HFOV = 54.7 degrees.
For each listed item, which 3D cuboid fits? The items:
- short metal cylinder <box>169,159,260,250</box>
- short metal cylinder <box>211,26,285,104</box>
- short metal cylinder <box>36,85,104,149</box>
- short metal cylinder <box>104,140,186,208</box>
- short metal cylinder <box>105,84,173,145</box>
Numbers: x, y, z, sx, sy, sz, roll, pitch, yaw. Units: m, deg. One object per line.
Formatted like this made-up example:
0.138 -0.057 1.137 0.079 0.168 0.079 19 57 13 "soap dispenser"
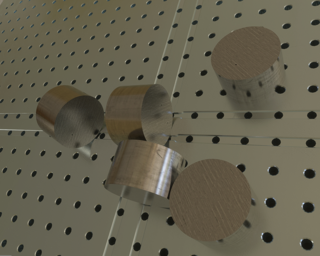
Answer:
0.056 0.078 0.314 0.080 0.050 0.080 -13 56 20 "short metal cylinder"
0.109 -0.077 0.382 0.080 0.050 0.080 -13 56 20 "short metal cylinder"
-0.129 -0.017 0.449 0.050 0.080 0.080 27 76 37 "short metal cylinder"
-0.016 0.053 0.348 0.080 0.080 0.050 2 63 29 "short metal cylinder"
-0.024 -0.015 0.393 0.050 0.080 0.080 1 62 28 "short metal cylinder"
